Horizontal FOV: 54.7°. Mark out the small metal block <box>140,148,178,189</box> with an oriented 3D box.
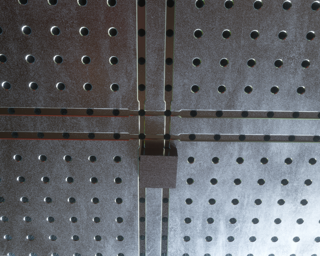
[{"bbox_3d":[-0.002,0.056,0.434,0.050,0.025,0.050,2,110,-2],"label":"small metal block"}]
